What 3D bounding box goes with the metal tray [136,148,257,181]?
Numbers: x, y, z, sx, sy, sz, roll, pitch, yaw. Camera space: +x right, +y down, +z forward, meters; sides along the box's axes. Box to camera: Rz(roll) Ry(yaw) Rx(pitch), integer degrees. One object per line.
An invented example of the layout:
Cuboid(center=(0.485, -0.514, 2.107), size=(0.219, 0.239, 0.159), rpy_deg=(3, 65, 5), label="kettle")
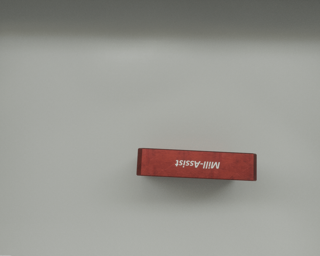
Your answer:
Cuboid(center=(0.040, 0.046, 0.377), size=(0.131, 0.090, 0.030), rpy_deg=(3, 82, -1), label="metal tray")
